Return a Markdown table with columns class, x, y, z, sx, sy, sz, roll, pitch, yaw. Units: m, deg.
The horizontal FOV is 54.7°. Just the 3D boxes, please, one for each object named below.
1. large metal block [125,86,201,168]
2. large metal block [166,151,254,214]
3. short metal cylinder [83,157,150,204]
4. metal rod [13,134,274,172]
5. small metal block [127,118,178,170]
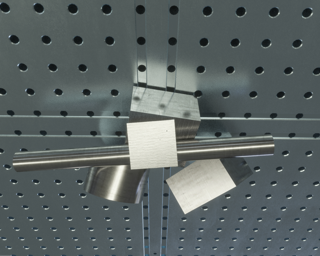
| class | x | y | z | sx | sy | sz | roll | pitch | yaw |
| --- | --- | --- | --- | --- | --- | --- | --- | --- | --- |
| large metal block | -0.001 | 0.000 | 0.390 | 0.081 | 0.050 | 0.079 | 8 | 130 | -7 |
| large metal block | 0.069 | 0.066 | 0.419 | 0.080 | 0.050 | 0.080 | -37 | 165 | 27 |
| short metal cylinder | -0.057 | 0.066 | 0.418 | 0.081 | 0.080 | 0.050 | 15 | 86 | -13 |
| metal rod | -0.022 | 0.030 | 0.367 | 0.302 | 0.025 | 0.025 | -4 | 130 | 3 |
| small metal block | -0.007 | 0.017 | 0.340 | 0.050 | 0.025 | 0.050 | -4 | 95 | 3 |
